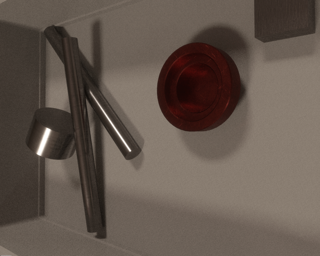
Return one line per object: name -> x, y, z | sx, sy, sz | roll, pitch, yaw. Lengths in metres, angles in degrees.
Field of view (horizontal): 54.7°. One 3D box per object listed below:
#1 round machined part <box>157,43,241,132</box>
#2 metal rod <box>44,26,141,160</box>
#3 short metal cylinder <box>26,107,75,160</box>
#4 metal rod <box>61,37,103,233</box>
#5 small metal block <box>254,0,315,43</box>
round machined part -> 0.047, -0.045, 0.355 | 0.098, 0.042, 0.097 | 0, 90, 39
metal rod -> -0.119, -0.070, 0.502 | 0.025, 0.025, 0.300 | -52, 60, 27
short metal cylinder -> -0.172, 0.008, 0.510 | 0.080, 0.081, 0.050 | 41, 115, 32
metal rod -> -0.120, 0.013, 0.480 | 0.025, 0.025, 0.298 | -4, 94, 39
small metal block -> 0.122, -0.116, 0.305 | 0.050, 0.025, 0.050 | -1, 89, 39
